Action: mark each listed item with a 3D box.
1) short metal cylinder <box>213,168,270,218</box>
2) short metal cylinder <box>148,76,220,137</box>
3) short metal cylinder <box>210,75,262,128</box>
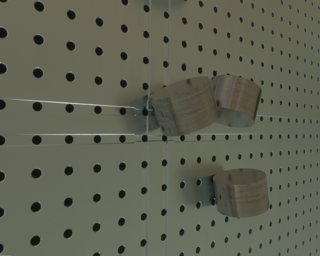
[{"bbox_3d":[0.126,0.099,0.482,0.081,0.080,0.050,-14,100,-39],"label":"short metal cylinder"},{"bbox_3d":[0.031,-0.029,0.402,0.081,0.080,0.050,-33,111,-35],"label":"short metal cylinder"},{"bbox_3d":[0.107,-0.038,0.465,0.080,0.080,0.050,28,73,-37],"label":"short metal cylinder"}]
